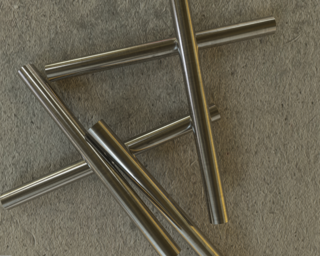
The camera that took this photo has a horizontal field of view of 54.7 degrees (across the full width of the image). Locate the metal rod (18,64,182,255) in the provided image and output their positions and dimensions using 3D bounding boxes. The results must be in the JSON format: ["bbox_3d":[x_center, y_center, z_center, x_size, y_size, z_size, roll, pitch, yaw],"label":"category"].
[{"bbox_3d":[-0.080,0.036,0.384,0.025,0.025,0.300,-40,80,0],"label":"metal rod"}]

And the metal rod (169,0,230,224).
[{"bbox_3d":[0.047,-0.032,0.384,0.025,0.025,0.298,-10,90,0],"label":"metal rod"}]

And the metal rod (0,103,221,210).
[{"bbox_3d":[-0.064,0.037,0.409,0.301,0.025,0.025,-23,90,0],"label":"metal rod"}]

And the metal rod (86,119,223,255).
[{"bbox_3d":[0.017,0.109,0.394,0.025,0.025,0.300,-41,96,0],"label":"metal rod"}]

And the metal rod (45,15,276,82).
[{"bbox_3d":[0.001,-0.105,0.409,0.302,0.025,0.025,-12,90,0],"label":"metal rod"}]
